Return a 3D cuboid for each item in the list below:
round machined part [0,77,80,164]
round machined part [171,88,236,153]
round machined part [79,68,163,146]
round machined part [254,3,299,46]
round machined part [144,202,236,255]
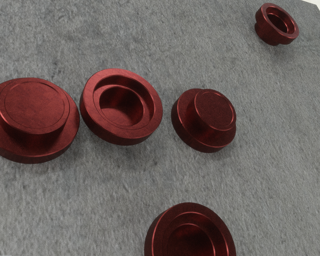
[{"bbox_3d":[-0.135,-0.015,0.330,0.099,0.042,0.098,14,56,-21],"label":"round machined part"},{"bbox_3d":[0.069,-0.017,0.442,0.099,0.042,0.098,14,56,-21],"label":"round machined part"},{"bbox_3d":[-0.050,-0.022,0.381,0.099,0.042,0.098,14,56,-21],"label":"round machined part"},{"bbox_3d":[0.241,-0.214,0.657,0.099,0.042,0.098,14,56,-21],"label":"round machined part"},{"bbox_3d":[0.028,0.133,0.329,0.099,0.042,0.098,14,56,-21],"label":"round machined part"}]
